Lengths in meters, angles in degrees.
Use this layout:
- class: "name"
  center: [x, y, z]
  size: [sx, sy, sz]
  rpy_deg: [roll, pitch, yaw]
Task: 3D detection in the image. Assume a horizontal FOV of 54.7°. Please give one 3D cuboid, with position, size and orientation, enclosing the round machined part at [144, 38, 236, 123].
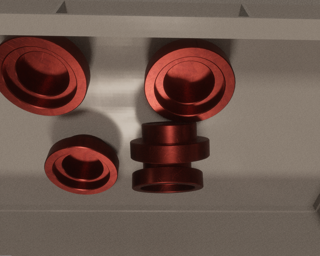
- class: "round machined part"
  center: [0.032, -0.056, 0.351]
  size: [0.099, 0.042, 0.097]
  rpy_deg: [-1, 130, 0]

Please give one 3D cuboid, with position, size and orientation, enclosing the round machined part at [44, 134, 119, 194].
- class: "round machined part"
  center: [-0.107, 0.047, 0.437]
  size: [0.099, 0.042, 0.097]
  rpy_deg: [-1, 130, 0]

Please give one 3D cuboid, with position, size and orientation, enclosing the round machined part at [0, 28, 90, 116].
- class: "round machined part"
  center: [-0.126, -0.064, 0.342]
  size: [0.099, 0.042, 0.097]
  rpy_deg: [-1, 130, 0]

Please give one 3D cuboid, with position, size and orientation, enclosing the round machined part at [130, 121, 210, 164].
- class: "round machined part"
  center: [0.012, 0.014, 0.387]
  size: [0.099, 0.098, 0.042]
  rpy_deg: [-2, 95, 1]

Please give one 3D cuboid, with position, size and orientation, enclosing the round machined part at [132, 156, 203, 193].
- class: "round machined part"
  center: [0.010, 0.064, 0.435]
  size: [0.099, 0.042, 0.098]
  rpy_deg: [-1, 160, 0]
